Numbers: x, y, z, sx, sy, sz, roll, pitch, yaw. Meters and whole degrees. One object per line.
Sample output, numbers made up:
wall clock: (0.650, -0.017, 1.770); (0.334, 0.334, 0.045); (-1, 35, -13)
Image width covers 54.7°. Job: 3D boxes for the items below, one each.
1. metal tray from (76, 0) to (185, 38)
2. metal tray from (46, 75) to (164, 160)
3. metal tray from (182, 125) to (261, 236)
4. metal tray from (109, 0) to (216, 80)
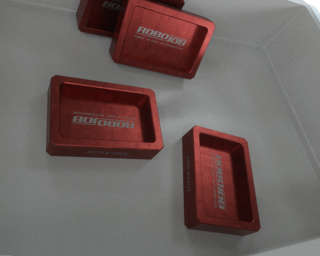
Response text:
metal tray: (-0.042, -0.169, 0.440); (0.131, 0.089, 0.030); (2, 58, -31)
metal tray: (-0.066, -0.011, 0.374); (0.131, 0.030, 0.090); (5, 59, -26)
metal tray: (0.077, 0.067, 0.404); (0.091, 0.030, 0.130); (14, 56, -21)
metal tray: (0.003, -0.127, 0.442); (0.131, 0.089, 0.030); (8, 30, -24)
